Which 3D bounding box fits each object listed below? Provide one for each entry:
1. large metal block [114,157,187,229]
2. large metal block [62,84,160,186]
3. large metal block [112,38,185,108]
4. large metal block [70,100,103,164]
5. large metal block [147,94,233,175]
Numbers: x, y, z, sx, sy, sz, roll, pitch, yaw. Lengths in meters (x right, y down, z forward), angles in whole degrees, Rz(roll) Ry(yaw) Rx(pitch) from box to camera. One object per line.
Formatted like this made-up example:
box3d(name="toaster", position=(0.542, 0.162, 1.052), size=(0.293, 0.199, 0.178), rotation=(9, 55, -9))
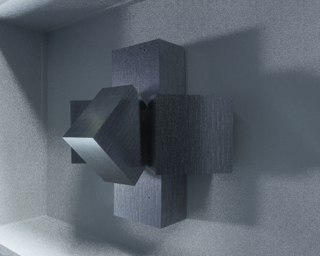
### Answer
box3d(name="large metal block", position=(-0.013, 0.075, 0.400), size=(0.080, 0.050, 0.080), rotation=(1, 91, 40))
box3d(name="large metal block", position=(-0.049, 0.008, 0.358), size=(0.050, 0.080, 0.080), rotation=(-1, 46, 39))
box3d(name="large metal block", position=(-0.016, -0.062, 0.398), size=(0.080, 0.050, 0.080), rotation=(-2, 89, 40))
box3d(name="large metal block", position=(-0.085, 0.005, 0.430), size=(0.050, 0.080, 0.080), rotation=(-1, 90, 4))
box3d(name="large metal block", position=(0.031, 0.006, 0.335), size=(0.050, 0.081, 0.079), rotation=(-174, 84, -78))
